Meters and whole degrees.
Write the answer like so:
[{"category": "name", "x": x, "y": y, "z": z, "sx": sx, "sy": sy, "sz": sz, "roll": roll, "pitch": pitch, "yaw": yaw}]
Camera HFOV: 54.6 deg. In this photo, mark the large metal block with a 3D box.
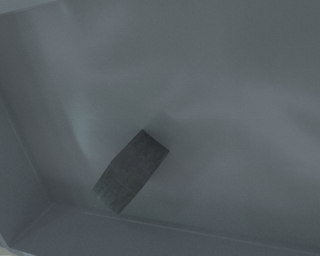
[{"category": "large metal block", "x": -0.041, "y": 0.061, "z": 0.433, "sx": 0.050, "sy": 0.080, "sz": 0.080, "roll": 39, "pitch": 129, "yaw": 2}]
